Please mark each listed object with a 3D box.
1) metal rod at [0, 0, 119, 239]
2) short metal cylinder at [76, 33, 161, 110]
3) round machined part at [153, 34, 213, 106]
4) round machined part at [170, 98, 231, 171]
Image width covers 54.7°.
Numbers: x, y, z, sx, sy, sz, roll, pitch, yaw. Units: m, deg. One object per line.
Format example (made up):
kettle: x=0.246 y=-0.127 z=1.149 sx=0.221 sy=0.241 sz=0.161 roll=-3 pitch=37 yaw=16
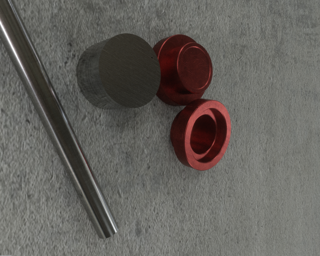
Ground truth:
metal rod: x=-0.109 y=-0.015 z=0.313 sx=0.025 sy=0.025 sz=0.298 roll=-33 pitch=111 yaw=-35
short metal cylinder: x=-0.046 y=-0.061 z=0.351 sx=0.081 sy=0.050 sz=0.079 roll=0 pitch=90 yaw=-40
round machined part: x=0.035 y=-0.079 z=0.425 sx=0.099 sy=0.042 sz=0.097 roll=0 pitch=90 yaw=-40
round machined part: x=0.053 y=0.007 z=0.433 sx=0.099 sy=0.042 sz=0.097 roll=-12 pitch=107 yaw=-41
